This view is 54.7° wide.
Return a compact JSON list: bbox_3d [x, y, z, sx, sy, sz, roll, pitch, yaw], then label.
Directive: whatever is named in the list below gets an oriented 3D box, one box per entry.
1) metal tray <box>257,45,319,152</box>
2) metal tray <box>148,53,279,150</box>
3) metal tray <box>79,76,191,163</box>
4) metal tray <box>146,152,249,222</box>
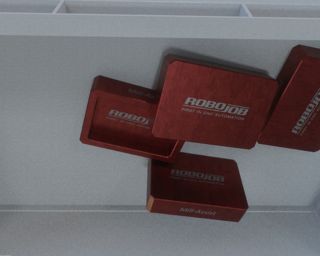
[{"bbox_3d":[0.182,-0.030,0.383,0.091,0.030,0.129,9,130,-8],"label":"metal tray"},{"bbox_3d":[0.060,-0.027,0.358,0.131,0.030,0.089,8,113,-16],"label":"metal tray"},{"bbox_3d":[-0.029,-0.007,0.399,0.131,0.030,0.089,14,129,-12],"label":"metal tray"},{"bbox_3d":[0.049,0.079,0.434,0.131,0.090,0.030,9,130,-8],"label":"metal tray"}]
